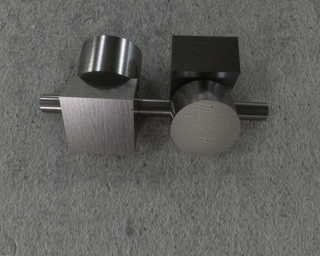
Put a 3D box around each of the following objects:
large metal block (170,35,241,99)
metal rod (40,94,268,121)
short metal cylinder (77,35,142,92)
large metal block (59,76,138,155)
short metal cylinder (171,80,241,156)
[{"bbox_3d":[0.055,-0.076,0.408,0.080,0.080,0.050,1,70,0],"label":"large metal block"},{"bbox_3d":[-0.008,-0.028,0.421,0.302,0.025,0.025,2,70,0],"label":"metal rod"},{"bbox_3d":[-0.065,-0.076,0.407,0.080,0.080,0.050,3,70,1],"label":"short metal cylinder"},{"bbox_3d":[-0.069,-0.015,0.378,0.080,0.079,0.050,3,36,0],"label":"large metal block"},{"bbox_3d":[0.053,-0.012,0.378,0.080,0.079,0.050,2,35,0],"label":"short metal cylinder"}]
